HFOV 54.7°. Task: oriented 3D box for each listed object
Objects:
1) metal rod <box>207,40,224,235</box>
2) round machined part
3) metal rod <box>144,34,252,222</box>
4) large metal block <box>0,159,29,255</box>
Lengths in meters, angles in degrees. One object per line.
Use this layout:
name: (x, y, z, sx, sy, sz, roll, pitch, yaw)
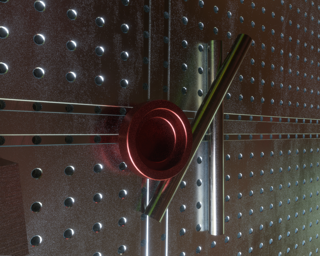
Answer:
metal rod: (0.087, 0.015, 0.484, 0.025, 0.025, 0.298, -1, 91, -40)
round machined part: (-0.009, 0.015, 0.389, 0.099, 0.042, 0.097, 2, 87, -36)
metal rod: (0.060, -0.010, 0.440, 0.025, 0.025, 0.300, 39, 73, -34)
large metal block: (-0.163, 0.074, 0.257, 0.081, 0.050, 0.079, -8, 96, -40)
